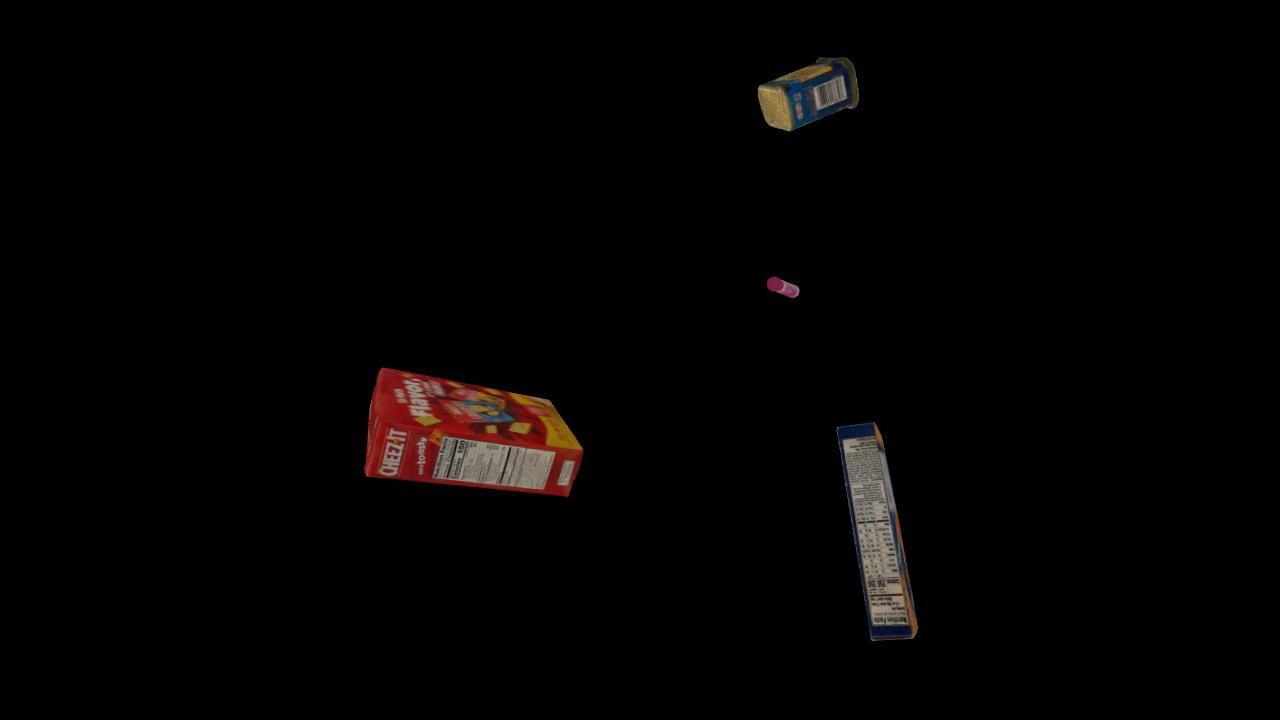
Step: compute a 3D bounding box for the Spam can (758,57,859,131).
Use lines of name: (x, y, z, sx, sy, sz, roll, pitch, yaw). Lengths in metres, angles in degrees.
Spam can: (0.201, -0.322, 0.746, 0.085, 0.058, 0.101, -22, 27, 0)

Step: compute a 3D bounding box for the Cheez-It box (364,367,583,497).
Cheez-It box: (-0.197, 0.084, 0.721, 0.223, 0.071, 0.166, 13, 12, -26)

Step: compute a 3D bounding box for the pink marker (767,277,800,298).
pink marker: (0.197, -0.099, 0.841, 0.020, 0.020, 0.121, 0, 1, 26)

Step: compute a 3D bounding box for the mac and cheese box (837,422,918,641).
mac and cheese box: (0.222, 0.157, 0.577, 0.041, 0.184, 0.093, -11, -20, 21)
